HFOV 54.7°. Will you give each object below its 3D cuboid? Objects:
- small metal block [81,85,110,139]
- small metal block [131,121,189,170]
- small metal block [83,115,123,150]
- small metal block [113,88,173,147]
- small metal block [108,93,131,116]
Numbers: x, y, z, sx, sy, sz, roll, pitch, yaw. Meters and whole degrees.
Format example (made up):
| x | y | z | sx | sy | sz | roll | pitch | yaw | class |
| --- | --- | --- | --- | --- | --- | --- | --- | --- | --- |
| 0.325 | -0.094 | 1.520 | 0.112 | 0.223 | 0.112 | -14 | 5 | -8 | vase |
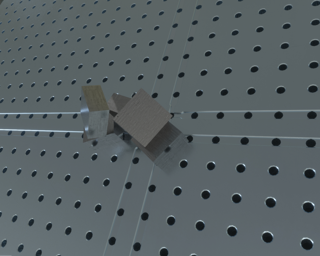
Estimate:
| x | y | z | sx | sy | sz | roll | pitch | yaw | class |
| --- | --- | --- | --- | --- | --- | --- | --- | --- | --- |
| -0.088 | -0.022 | 0.414 | 0.025 | 0.050 | 0.050 | -7 | 49 | -22 | small metal block |
| 0.000 | 0.016 | 0.398 | 0.050 | 0.025 | 0.050 | -46 | 51 | -4 | small metal block |
| -0.082 | -0.001 | 0.451 | 0.050 | 0.025 | 0.050 | -18 | 55 | 17 | small metal block |
| -0.022 | -0.012 | 0.376 | 0.050 | 0.025 | 0.050 | 42 | 83 | -6 | small metal block |
| -0.039 | -0.019 | 0.423 | 0.050 | 0.050 | 0.025 | 20 | 73 | 35 | small metal block |
